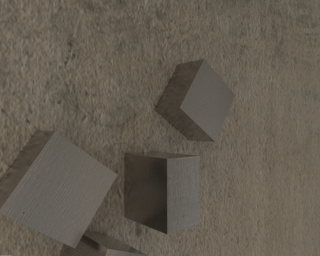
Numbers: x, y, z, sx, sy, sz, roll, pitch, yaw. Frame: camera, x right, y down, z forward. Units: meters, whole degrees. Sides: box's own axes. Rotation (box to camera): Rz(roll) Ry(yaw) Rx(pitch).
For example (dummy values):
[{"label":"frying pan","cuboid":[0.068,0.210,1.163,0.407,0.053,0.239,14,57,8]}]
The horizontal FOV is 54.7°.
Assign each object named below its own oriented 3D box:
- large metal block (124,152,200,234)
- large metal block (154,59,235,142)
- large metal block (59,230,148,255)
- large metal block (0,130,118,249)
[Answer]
[{"label":"large metal block","cuboid":[0.001,0.072,0.372,0.050,0.080,0.079,0,91,-40]},{"label":"large metal block","cuboid":[0.051,-0.036,0.433,0.080,0.050,0.080,41,65,-33]},{"label":"large metal block","cuboid":[-0.067,0.155,0.315,0.050,0.080,0.080,28,72,-37]},{"label":"large metal block","cuboid":[-0.103,0.058,0.303,0.080,0.050,0.080,43,64,-32]}]
